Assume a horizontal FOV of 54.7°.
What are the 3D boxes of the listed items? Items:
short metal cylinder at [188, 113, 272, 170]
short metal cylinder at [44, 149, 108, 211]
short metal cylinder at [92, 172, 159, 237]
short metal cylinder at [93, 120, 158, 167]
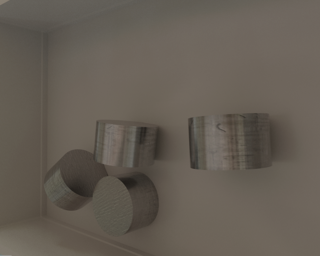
[{"bbox_3d":[0.070,0.013,0.313,0.080,0.081,0.050,-4,87,40],"label":"short metal cylinder"},{"bbox_3d":[-0.129,0.080,0.478,0.050,0.081,0.080,-40,66,33],"label":"short metal cylinder"},{"bbox_3d":[-0.048,0.104,0.431,0.080,0.050,0.080,0,90,40],"label":"short metal cylinder"},{"bbox_3d":[-0.045,0.018,0.408,0.080,0.081,0.050,10,96,39],"label":"short metal cylinder"}]
